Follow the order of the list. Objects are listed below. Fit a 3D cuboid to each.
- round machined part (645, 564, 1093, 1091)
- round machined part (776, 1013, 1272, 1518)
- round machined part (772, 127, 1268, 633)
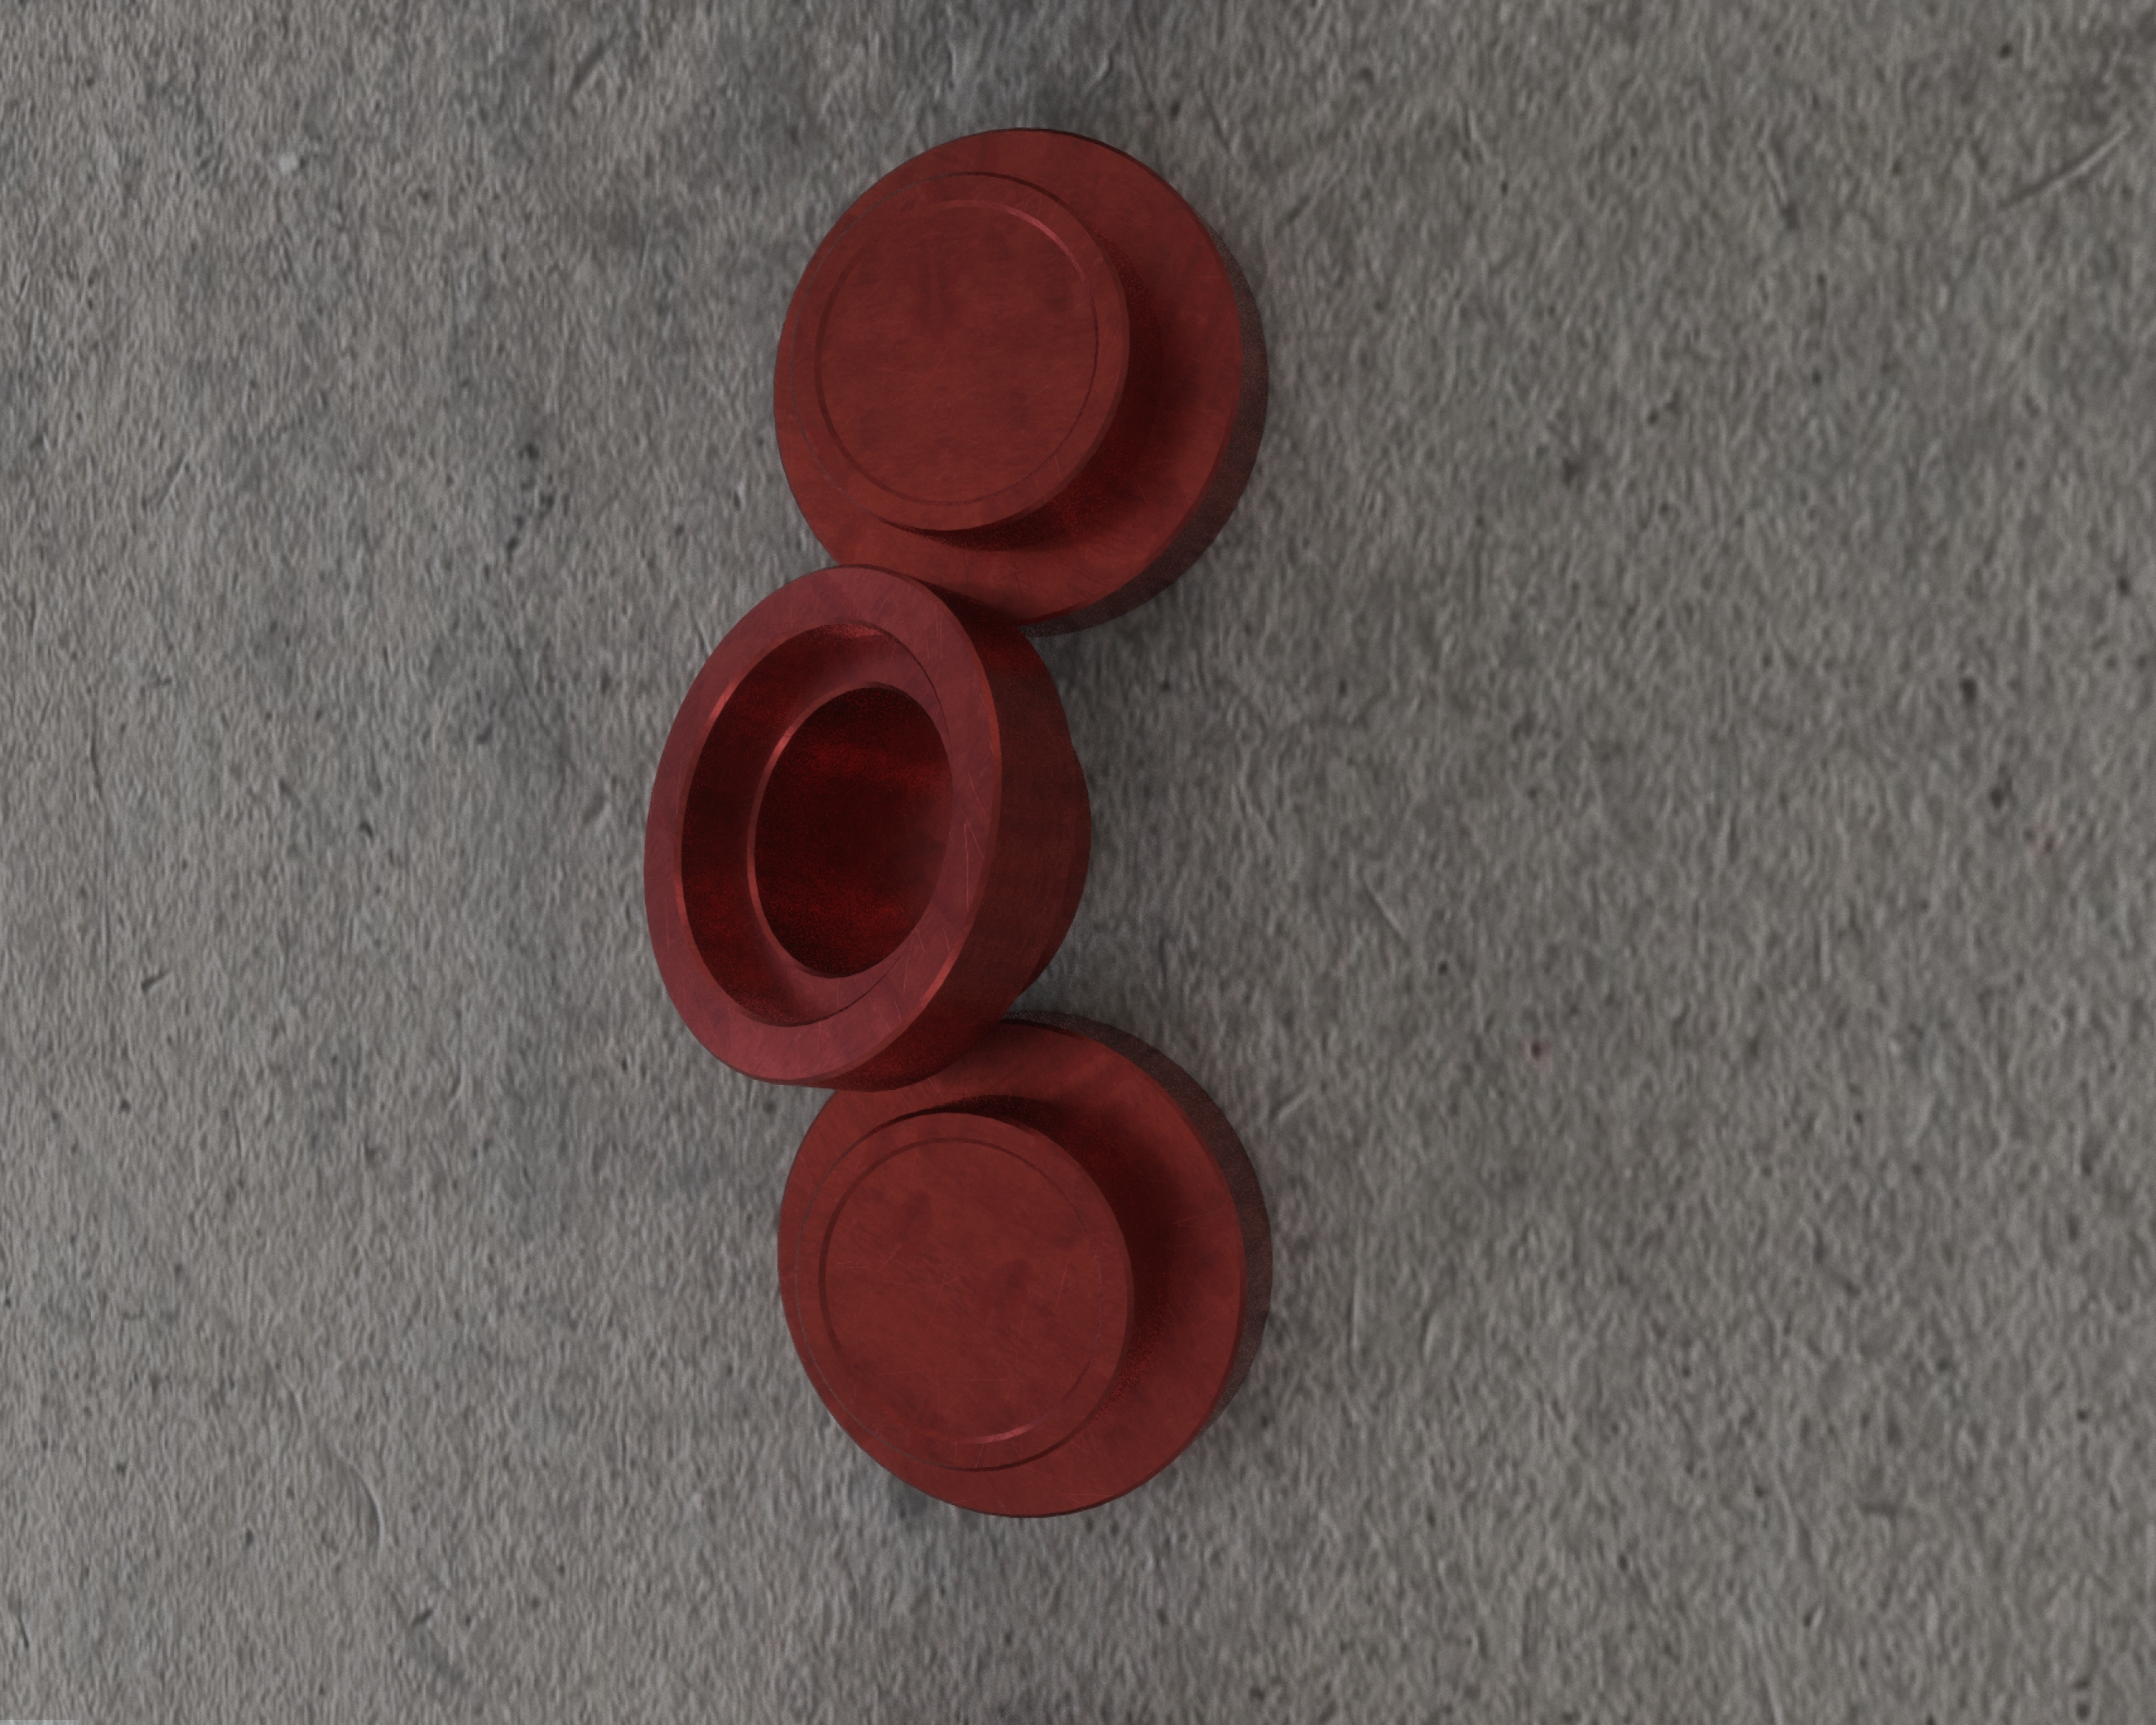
[{"bbox_3d":[-0.036,-0.005,0.400,0.098,0.042,0.098,-10,75,40],"label":"round machined part"},{"bbox_3d":[-0.015,0.079,0.405,0.098,0.042,0.097,0,90,20],"label":"round machined part"},{"bbox_3d":[-0.016,-0.094,0.406,0.098,0.042,0.097,0,90,20],"label":"round machined part"}]
